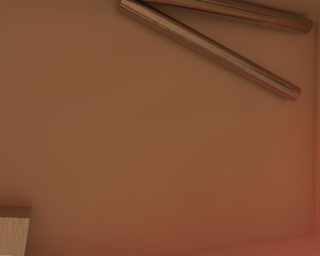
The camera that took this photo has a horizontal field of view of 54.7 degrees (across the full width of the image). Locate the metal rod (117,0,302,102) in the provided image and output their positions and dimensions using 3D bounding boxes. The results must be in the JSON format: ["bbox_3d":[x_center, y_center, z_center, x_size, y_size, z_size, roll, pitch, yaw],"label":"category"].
[{"bbox_3d":[0.082,-0.107,0.442,0.302,0.025,0.025,22,83,-19],"label":"metal rod"}]

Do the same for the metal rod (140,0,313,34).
[{"bbox_3d":[0.099,-0.167,0.436,0.303,0.025,0.025,1,90,-25],"label":"metal rod"}]

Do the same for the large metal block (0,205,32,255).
[{"bbox_3d":[-0.186,0.127,0.329,0.081,0.050,0.080,9,87,-20],"label":"large metal block"}]
